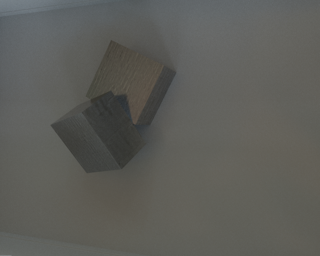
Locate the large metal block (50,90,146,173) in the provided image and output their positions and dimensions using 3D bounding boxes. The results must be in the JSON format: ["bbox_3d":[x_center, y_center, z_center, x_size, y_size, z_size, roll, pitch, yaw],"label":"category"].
[{"bbox_3d":[-0.078,0.008,0.392,0.080,0.050,0.080,-14,115,46],"label":"large metal block"}]

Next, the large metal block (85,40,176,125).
[{"bbox_3d":[-0.038,-0.058,0.410,0.080,0.050,0.080,29,99,17],"label":"large metal block"}]
